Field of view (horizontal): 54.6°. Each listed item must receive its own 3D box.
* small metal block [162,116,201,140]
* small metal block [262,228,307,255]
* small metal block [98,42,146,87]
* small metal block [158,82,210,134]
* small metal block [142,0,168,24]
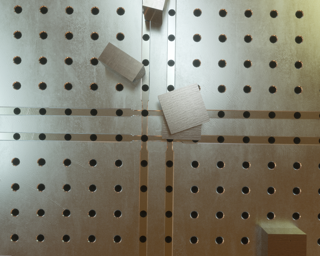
[{"bbox_3d":[0.029,-0.010,0.414,0.050,0.025,0.050,2,90,0],"label":"small metal block"},{"bbox_3d":[0.165,0.163,0.414,0.050,0.025,0.050,1,90,0],"label":"small metal block"},{"bbox_3d":[-0.047,-0.080,0.401,0.050,0.050,0.025,33,90,0],"label":"small metal block"},{"bbox_3d":[0.029,-0.024,0.389,0.050,0.025,0.050,-19,90,0],"label":"small metal block"},{"bbox_3d":[-0.003,-0.170,0.401,0.025,0.050,0.050,14,90,0],"label":"small metal block"}]
